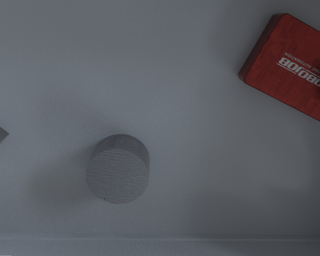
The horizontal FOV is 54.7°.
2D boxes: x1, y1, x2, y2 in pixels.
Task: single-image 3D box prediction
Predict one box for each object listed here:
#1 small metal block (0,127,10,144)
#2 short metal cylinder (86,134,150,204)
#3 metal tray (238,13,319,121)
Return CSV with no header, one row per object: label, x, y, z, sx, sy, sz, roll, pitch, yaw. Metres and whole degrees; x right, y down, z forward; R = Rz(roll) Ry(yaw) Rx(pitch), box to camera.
small metal block,-0.242,0.013,0.413,0.050,0.025,0.050,-43,105,14
short metal cylinder,-0.054,0.054,0.417,0.081,0.050,0.079,0,110,-1
metal tray,0.177,-0.072,0.385,0.131,0.030,0.089,25,108,-9
